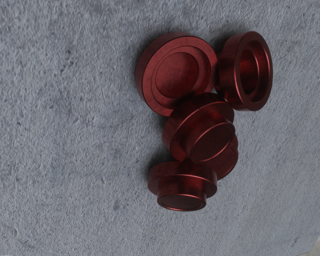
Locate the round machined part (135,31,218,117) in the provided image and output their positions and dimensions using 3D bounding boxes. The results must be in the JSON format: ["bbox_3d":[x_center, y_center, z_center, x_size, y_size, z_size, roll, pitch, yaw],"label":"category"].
[{"bbox_3d":[0.016,-0.065,0.367,0.099,0.042,0.097,-14,125,-21],"label":"round machined part"}]

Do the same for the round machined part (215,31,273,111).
[{"bbox_3d":[0.102,-0.070,0.394,0.099,0.042,0.097,-3,94,-46],"label":"round machined part"}]

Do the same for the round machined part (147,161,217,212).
[{"bbox_3d":[0.031,0.087,0.437,0.099,0.042,0.098,4,147,3],"label":"round machined part"}]

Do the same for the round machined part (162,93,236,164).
[{"bbox_3d":[0.055,0.007,0.391,0.099,0.042,0.097,-22,140,-20],"label":"round machined part"}]

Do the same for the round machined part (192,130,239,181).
[{"bbox_3d":[0.079,0.042,0.468,0.099,0.042,0.097,-14,125,-21],"label":"round machined part"}]
